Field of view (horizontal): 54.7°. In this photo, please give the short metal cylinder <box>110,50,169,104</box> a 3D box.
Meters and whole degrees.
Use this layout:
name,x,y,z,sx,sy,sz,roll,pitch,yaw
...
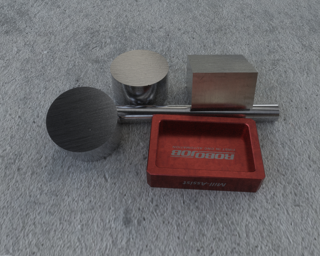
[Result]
name,x,y,z,sx,sy,sz,roll,pitch,yaw
short metal cylinder,-0.028,-0.068,0.446,0.081,0.050,0.080,0,49,0

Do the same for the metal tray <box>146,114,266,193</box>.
name,x,y,z,sx,sy,sz,roll,pitch,yaw
metal tray,0.053,0.028,0.377,0.131,0.030,0.090,3,50,2

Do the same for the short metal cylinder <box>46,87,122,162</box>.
name,x,y,z,sx,sy,sz,roll,pitch,yaw
short metal cylinder,-0.089,-0.003,0.374,0.081,0.050,0.080,0,71,-1

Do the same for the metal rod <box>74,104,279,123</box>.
name,x,y,z,sx,sy,sz,roll,pitch,yaw
metal rod,0.008,-0.019,0.422,0.302,0.025,0.025,-1,50,-1

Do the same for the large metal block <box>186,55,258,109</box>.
name,x,y,z,sx,sy,sz,roll,pitch,yaw
large metal block,0.080,-0.066,0.428,0.081,0.050,0.080,0,29,-1
